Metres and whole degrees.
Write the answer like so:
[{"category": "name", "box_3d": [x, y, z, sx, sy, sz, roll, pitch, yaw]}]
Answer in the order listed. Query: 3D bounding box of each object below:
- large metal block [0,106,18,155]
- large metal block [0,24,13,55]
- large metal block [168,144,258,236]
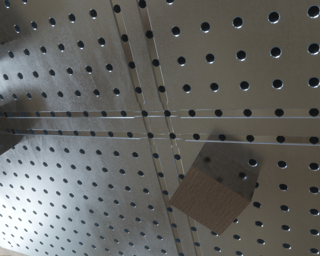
[{"category": "large metal block", "box_3d": [-0.324, 0.005, 0.571, 0.080, 0.050, 0.080, 4, 120, 26]}, {"category": "large metal block", "box_3d": [-0.282, -0.138, 0.460, 0.080, 0.050, 0.080, -25, 105, 37]}, {"category": "large metal block", "box_3d": [0.069, 0.082, 0.410, 0.080, 0.050, 0.080, 31, 129, 8]}]
